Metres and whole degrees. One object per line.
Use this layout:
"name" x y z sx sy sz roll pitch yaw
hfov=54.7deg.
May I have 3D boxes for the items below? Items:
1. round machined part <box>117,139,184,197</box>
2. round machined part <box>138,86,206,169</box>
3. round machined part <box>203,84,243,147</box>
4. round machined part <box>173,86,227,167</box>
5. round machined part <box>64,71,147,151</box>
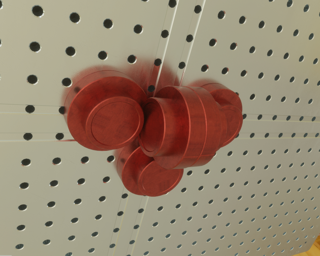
"round machined part" -0.006 0.057 0.433 0.099 0.042 0.097 -14 125 -21
"round machined part" 0.006 -0.001 0.360 0.042 0.098 0.097 1 118 -30
"round machined part" 0.077 -0.010 0.437 0.099 0.042 0.097 -14 125 -21
"round machined part" 0.045 -0.002 0.382 0.042 0.098 0.097 -1 119 -29
"round machined part" -0.058 -0.014 0.361 0.099 0.042 0.097 -14 125 -21
